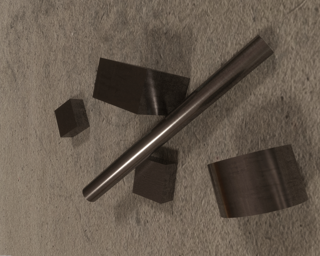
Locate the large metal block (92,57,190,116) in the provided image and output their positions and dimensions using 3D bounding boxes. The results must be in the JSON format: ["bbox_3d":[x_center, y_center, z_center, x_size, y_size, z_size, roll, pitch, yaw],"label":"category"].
[{"bbox_3d":[-0.023,-0.050,0.386,0.080,0.081,0.050,22,104,37],"label":"large metal block"}]

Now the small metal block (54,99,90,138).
[{"bbox_3d":[-0.150,-0.016,0.526,0.050,0.025,0.050,-28,73,36],"label":"small metal block"}]

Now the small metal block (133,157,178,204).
[{"bbox_3d":[-0.007,0.066,0.409,0.050,0.025,0.050,11,97,39],"label":"small metal block"}]

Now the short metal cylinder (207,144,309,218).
[{"bbox_3d":[0.090,0.050,0.294,0.080,0.081,0.050,-22,77,37],"label":"short metal cylinder"}]

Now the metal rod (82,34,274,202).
[{"bbox_3d":[0.005,0.004,0.375,0.299,0.025,0.025,-41,65,24],"label":"metal rod"}]
